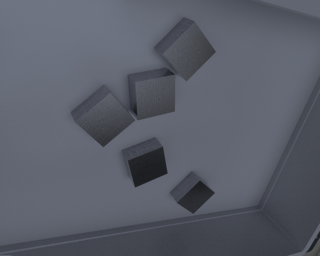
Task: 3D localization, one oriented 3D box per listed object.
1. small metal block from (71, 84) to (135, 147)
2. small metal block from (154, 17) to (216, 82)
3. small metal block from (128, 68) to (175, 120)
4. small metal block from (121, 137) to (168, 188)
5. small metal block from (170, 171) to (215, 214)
[{"bbox_3d":[-0.066,-0.014,0.364,0.050,0.025,0.050,-40,130,-1],"label":"small metal block"},{"bbox_3d":[0.030,-0.093,0.367,0.050,0.025,0.050,-45,129,3],"label":"small metal block"},{"bbox_3d":[-0.010,-0.042,0.377,0.050,0.025,0.050,-15,125,-20],"label":"small metal block"},{"bbox_3d":[-0.020,0.047,0.427,0.050,0.025,0.050,-21,127,-16],"label":"small metal block"},{"bbox_3d":[0.053,0.105,0.503,0.050,0.025,0.050,-45,129,3],"label":"small metal block"}]
